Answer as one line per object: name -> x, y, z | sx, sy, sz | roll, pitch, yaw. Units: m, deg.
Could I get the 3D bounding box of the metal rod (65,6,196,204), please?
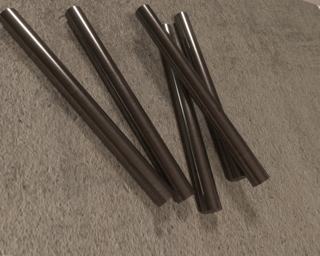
metal rod -> -0.045, -0.039, 0.404 | 0.025, 0.025, 0.299 | -22, 74, -36

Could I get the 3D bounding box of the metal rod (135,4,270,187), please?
metal rod -> 0.052, -0.053, 0.432 | 0.025, 0.025, 0.299 | -23, 74, -37

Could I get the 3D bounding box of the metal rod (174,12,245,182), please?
metal rod -> 0.072, -0.063, 0.482 | 0.025, 0.025, 0.299 | -1, 62, -29

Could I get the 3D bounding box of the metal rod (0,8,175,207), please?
metal rod -> -0.091, -0.028, 0.372 | 0.300, 0.025, 0.025 | 48, 51, 5

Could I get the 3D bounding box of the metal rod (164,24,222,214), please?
metal rod -> 0.036, -0.030, 0.443 | 0.025, 0.025, 0.299 | 3, 61, -27
